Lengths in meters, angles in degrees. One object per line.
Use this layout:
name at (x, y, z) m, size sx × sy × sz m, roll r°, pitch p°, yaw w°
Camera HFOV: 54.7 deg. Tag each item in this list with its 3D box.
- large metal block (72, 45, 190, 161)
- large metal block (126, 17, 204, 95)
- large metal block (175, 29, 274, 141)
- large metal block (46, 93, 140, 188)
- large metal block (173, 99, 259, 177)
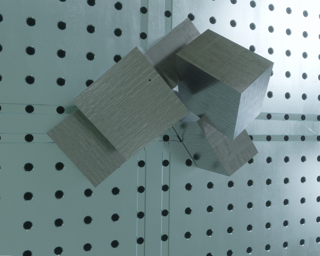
large metal block at (-0.028, -0.028, 0.320) m, size 0.080 × 0.050 × 0.080 m, roll -38°, pitch 104°, yaw 10°
large metal block at (0.006, -0.081, 0.385) m, size 0.080 × 0.080 × 0.050 m, roll -43°, pitch 104°, yaw -15°
large metal block at (0.065, -0.046, 0.333) m, size 0.080 × 0.080 × 0.050 m, roll 38°, pitch 68°, yaw 27°
large metal block at (-0.076, 0.011, 0.371) m, size 0.080 × 0.050 × 0.080 m, roll -41°, pitch 104°, yaw -16°
large metal block at (0.069, 0.011, 0.408) m, size 0.050 × 0.080 × 0.080 m, roll -36°, pitch 102°, yaw -17°
